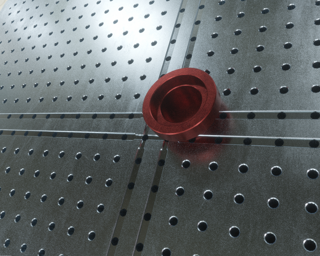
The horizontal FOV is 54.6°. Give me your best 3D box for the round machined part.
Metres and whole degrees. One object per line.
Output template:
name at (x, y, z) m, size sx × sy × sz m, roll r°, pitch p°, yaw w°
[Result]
round machined part at (0.030, -0.026, 0.398) m, size 0.098 × 0.042 × 0.098 m, roll -13°, pitch 56°, yaw 21°
